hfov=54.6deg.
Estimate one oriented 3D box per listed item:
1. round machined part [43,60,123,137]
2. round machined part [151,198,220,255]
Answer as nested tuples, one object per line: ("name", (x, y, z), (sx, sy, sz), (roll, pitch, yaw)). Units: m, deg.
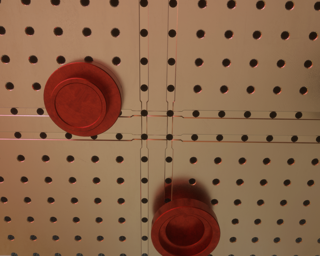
("round machined part", (-0.098, -0.034, 0.391), (0.099, 0.042, 0.097), (0, 110, 0))
("round machined part", (0.036, 0.145, 0.458), (0.099, 0.042, 0.097), (0, 110, 0))
